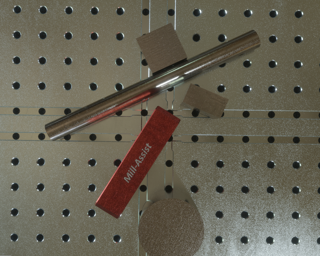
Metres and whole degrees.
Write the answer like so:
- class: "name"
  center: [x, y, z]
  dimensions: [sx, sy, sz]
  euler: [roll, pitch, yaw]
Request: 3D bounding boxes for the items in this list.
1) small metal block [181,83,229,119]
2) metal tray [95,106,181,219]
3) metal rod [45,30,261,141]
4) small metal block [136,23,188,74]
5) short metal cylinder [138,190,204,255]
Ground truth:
- class: "small metal block"
  center: [0.056, -0.033, 0.401]
  dimensions: [0.050, 0.050, 0.025]
  euler: [23, 90, 0]
- class: "metal tray"
  center: [-0.024, 0.037, 0.380]
  dimensions: [0.030, 0.090, 0.130]
  euler: [32, 90, 0]
- class: "metal rod"
  center: [-0.009, -0.057, 0.413]
  dimensions: [0.301, 0.025, 0.025]
  euler: [-25, 90, 0]
- class: "small metal block"
  center: [0.002, -0.103, 0.413]
  dimensions: [0.050, 0.025, 0.050]
  euler: [-25, 89, 0]
- class: "short metal cylinder"
  center: [0.014, 0.125, 0.401]
  dimensions: [0.081, 0.050, 0.080]
  euler: [0, 90, 0]
